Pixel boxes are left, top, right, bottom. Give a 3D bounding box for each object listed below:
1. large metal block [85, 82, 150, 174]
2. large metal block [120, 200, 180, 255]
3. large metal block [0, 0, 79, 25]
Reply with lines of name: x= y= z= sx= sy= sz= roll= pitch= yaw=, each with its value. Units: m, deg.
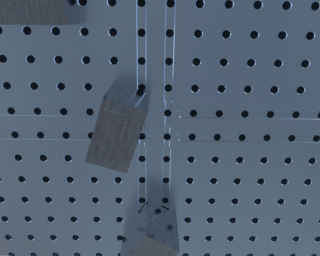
large metal block: x=-0.050 y=-0.003 z=0.382 sx=0.050 sy=0.080 sz=0.079 roll=18 pitch=109 yaw=-7
large metal block: x=-0.017 y=0.166 z=0.445 sx=0.050 sy=0.080 sz=0.080 roll=28 pitch=107 yaw=-10
large metal block: x=-0.139 y=-0.156 z=0.341 sx=0.081 sy=0.050 sz=0.079 roll=0 pitch=110 yaw=-1
